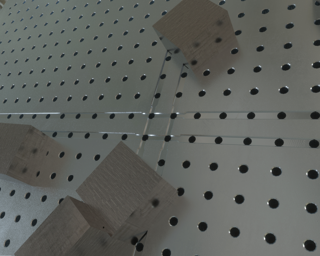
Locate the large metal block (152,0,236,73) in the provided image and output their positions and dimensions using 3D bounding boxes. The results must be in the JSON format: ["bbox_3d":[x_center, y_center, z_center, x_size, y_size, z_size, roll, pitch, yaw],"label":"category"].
[{"bbox_3d":[0.049,-0.142,0.454,0.080,0.050,0.080,-40,51,1],"label":"large metal block"}]

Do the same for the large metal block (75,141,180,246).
[{"bbox_3d":[-0.038,0.075,0.367,0.080,0.050,0.080,-48,51,-6],"label":"large metal block"}]

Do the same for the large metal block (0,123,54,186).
[{"bbox_3d":[-0.230,0.040,0.490,0.080,0.050,0.080,4,63,30],"label":"large metal block"}]

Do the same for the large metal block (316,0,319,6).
[{"bbox_3d":[0.240,-0.175,0.374,0.080,0.050,0.080,-19,54,17],"label":"large metal block"}]

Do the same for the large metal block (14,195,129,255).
[{"bbox_3d":[-0.093,0.132,0.342,0.080,0.080,0.050,-48,51,-6],"label":"large metal block"}]
